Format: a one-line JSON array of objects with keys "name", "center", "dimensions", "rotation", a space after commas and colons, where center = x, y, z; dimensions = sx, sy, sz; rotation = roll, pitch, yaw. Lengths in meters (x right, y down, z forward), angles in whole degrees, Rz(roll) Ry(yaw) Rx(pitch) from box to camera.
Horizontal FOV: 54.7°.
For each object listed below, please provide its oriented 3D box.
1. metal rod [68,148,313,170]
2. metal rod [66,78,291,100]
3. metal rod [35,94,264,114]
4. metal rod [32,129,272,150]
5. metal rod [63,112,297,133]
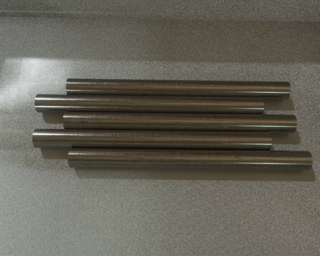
[{"name": "metal rod", "center": [0.038, 0.040, 0.394], "dimensions": [0.302, 0.025, 0.025], "rotation": [1, 70, 0]}, {"name": "metal rod", "center": [0.025, -0.054, 0.428], "dimensions": [0.302, 0.025, 0.025], "rotation": [1, 70, 0]}, {"name": "metal rod", "center": [-0.013, -0.031, 0.419], "dimensions": [0.302, 0.025, 0.025], "rotation": [1, 70, 0]}, {"name": "metal rod", "center": [-0.009, 0.015, 0.402], "dimensions": [0.302, 0.025, 0.025], "rotation": [1, 70, 0]}, {"name": "metal rod", "center": [0.026, -0.007, 0.411], "dimensions": [0.302, 0.025, 0.025], "rotation": [1, 70, 0]}]
